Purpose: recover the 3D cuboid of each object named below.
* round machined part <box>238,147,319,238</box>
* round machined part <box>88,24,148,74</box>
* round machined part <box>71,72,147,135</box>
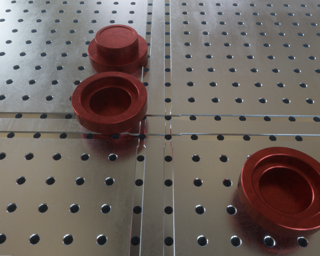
[{"bbox_3d":[0.134,0.072,0.338,0.099,0.042,0.098,0,50,0],"label":"round machined part"},{"bbox_3d":[-0.069,-0.133,0.508,0.099,0.042,0.098,0,50,0],"label":"round machined part"},{"bbox_3d":[-0.066,-0.029,0.420,0.099,0.042,0.098,0,50,0],"label":"round machined part"}]
